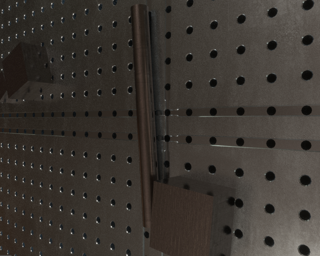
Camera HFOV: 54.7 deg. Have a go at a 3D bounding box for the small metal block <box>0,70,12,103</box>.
[{"bbox_3d":[-0.341,-0.091,0.686,0.050,0.025,0.050,-39,66,32],"label":"small metal block"}]

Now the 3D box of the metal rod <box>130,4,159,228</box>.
[{"bbox_3d":[-0.019,-0.018,0.423,0.025,0.025,0.298,-6,86,39],"label":"metal rod"}]

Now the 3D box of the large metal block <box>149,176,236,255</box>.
[{"bbox_3d":[0.037,0.105,0.361,0.080,0.050,0.079,6,94,39],"label":"large metal block"}]

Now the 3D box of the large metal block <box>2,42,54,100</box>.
[{"bbox_3d":[-0.259,-0.108,0.602,0.080,0.050,0.080,-26,74,37],"label":"large metal block"}]
